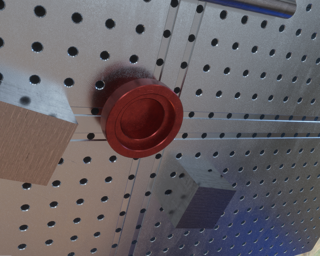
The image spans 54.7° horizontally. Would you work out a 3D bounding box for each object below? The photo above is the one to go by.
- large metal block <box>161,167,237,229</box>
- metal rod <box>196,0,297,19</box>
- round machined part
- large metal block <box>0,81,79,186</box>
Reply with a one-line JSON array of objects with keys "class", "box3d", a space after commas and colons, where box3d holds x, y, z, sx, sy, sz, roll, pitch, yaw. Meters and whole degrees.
[{"class": "large metal block", "box3d": [0.062, 0.114, 0.499, 0.081, 0.050, 0.080, 13, 112, -34]}, {"class": "metal rod", "box3d": [0.035, -0.153, 0.335, 0.303, 0.025, 0.025, -1, 119, -28]}, {"class": "round machined part", "box3d": [-0.024, -0.015, 0.378, 0.099, 0.042, 0.097, -14, 124, -21]}, {"class": "large metal block", "box3d": [-0.144, 0.007, 0.320, 0.080, 0.050, 0.080, 20, 108, -36]}]
